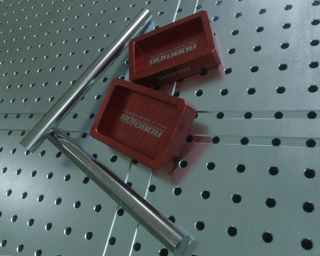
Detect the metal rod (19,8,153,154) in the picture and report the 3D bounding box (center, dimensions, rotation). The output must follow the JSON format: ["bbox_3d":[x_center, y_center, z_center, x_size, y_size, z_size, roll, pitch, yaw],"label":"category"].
[{"bbox_3d":[-0.109,-0.085,0.496,0.025,0.025,0.300,24,68,36],"label":"metal rod"}]

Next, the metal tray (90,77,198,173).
[{"bbox_3d":[-0.026,-0.007,0.407,0.130,0.030,0.090,23,89,35],"label":"metal tray"}]

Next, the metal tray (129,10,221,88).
[{"bbox_3d":[0.018,-0.114,0.464,0.130,0.030,0.090,-16,55,18],"label":"metal tray"}]

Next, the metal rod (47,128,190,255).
[{"bbox_3d":[-0.080,0.061,0.410,0.300,0.025,0.025,30,79,37],"label":"metal rod"}]
